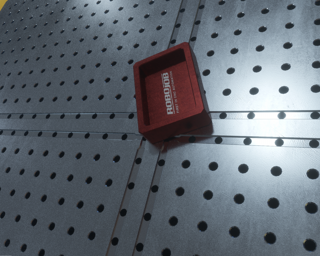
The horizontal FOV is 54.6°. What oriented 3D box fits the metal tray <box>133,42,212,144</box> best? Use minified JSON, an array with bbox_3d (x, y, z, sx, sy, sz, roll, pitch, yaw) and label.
[{"bbox_3d":[0.013,-0.051,0.430,0.090,0.030,0.130,-19,54,17],"label":"metal tray"}]
